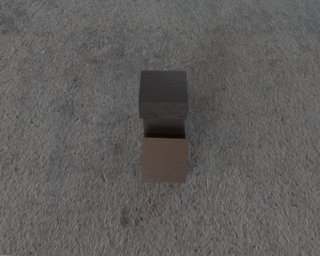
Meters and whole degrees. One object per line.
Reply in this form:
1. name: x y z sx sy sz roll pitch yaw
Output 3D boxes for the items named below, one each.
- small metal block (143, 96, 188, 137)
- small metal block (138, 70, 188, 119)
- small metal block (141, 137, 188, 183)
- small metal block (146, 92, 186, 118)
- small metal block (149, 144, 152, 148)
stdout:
1. small metal block: 0.006 -0.013 0.366 0.050 0.050 0.025 2 50 1
2. small metal block: 0.004 -0.037 0.338 0.050 0.025 0.050 1 50 0
3. small metal block: 0.005 0.036 0.358 0.050 0.025 0.050 2 91 1
4. small metal block: 0.009 -0.032 0.416 0.050 0.025 0.050 2 14 1
5. small metal block: 0.006 0.011 0.396 0.050 0.025 0.050 2 50 1
